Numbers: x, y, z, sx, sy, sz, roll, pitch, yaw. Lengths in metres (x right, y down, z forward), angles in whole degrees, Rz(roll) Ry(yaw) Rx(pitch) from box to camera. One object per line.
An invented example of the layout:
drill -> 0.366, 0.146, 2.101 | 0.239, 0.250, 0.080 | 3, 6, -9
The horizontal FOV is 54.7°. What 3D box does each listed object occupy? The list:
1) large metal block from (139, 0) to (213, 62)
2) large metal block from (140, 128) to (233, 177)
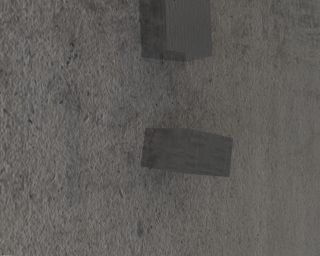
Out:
large metal block -> 0.021, -0.134, 0.406 | 0.081, 0.050, 0.079 | -5, 93, -40
large metal block -> 0.034, 0.031, 0.397 | 0.081, 0.080, 0.050 | 12, 83, -40
